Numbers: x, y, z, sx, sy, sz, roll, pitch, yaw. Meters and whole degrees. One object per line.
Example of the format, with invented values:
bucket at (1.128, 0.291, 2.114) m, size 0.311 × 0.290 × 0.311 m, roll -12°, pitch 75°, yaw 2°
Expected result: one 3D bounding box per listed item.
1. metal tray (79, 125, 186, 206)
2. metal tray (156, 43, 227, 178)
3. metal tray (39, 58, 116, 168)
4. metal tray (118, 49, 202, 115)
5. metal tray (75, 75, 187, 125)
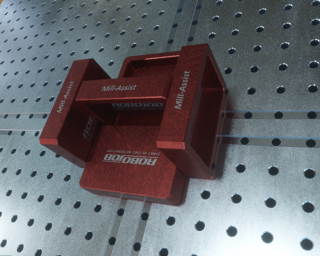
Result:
metal tray at (-0.031, 0.043, 0.392) m, size 0.130 × 0.030 × 0.090 m, roll 1°, pitch 62°, yaw 28°
metal tray at (0.042, -0.019, 0.354) m, size 0.030 × 0.090 × 0.130 m, roll 1°, pitch 62°, yaw 28°
metal tray at (-0.101, -0.019, 0.429) m, size 0.030 × 0.090 × 0.130 m, roll 1°, pitch 62°, yaw 28°
metal tray at (-0.001, -0.064, 0.443) m, size 0.130 × 0.030 × 0.090 m, roll 1°, pitch 62°, yaw 28°
metal tray at (-0.029, -0.026, 0.394) m, size 0.130 × 0.090 × 0.030 m, roll 1°, pitch 63°, yaw 28°
